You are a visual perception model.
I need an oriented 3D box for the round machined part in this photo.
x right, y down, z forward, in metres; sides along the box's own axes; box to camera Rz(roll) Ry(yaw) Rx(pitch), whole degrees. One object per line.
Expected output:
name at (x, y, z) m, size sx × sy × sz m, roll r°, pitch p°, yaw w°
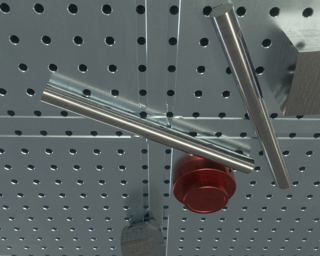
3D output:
round machined part at (0.070, 0.097, 0.484) m, size 0.099 × 0.042 × 0.097 m, roll 0°, pitch 130°, yaw 0°

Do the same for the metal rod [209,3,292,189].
metal rod at (0.127, -0.016, 0.398) m, size 0.025 × 0.025 × 0.299 m, roll -21°, pitch 127°, yaw 16°

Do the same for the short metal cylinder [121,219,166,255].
short metal cylinder at (-0.029, 0.209, 0.553) m, size 0.050 × 0.080 × 0.080 m, roll -18°, pitch 128°, yaw 15°

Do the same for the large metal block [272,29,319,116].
large metal block at (0.178, -0.062, 0.344) m, size 0.080 × 0.050 × 0.080 m, roll -3°, pitch 130°, yaw 2°

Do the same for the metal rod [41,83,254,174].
metal rod at (-0.004, 0.007, 0.416) m, size 0.302 × 0.025 × 0.025 m, roll 20°, pitch 127°, yaw -17°
